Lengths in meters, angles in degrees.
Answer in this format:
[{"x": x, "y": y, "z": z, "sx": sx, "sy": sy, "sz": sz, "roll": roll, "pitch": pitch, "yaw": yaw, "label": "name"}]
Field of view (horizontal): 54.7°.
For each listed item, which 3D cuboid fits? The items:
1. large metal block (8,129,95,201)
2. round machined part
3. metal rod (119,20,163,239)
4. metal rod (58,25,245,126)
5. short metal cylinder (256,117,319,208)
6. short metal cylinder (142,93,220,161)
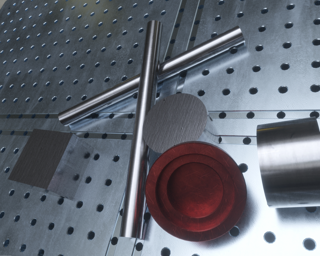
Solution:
[{"x": -0.153, "y": 0.051, "z": 0.442, "sx": 0.080, "sy": 0.050, "sz": 0.080, "roll": 5, "pitch": 64, "yaw": 30, "label": "large metal block"}, {"x": 0.037, "y": 0.062, "z": 0.320, "sx": 0.098, "sy": 0.042, "sz": 0.097, "roll": 0, "pitch": 92, "yaw": 8, "label": "round machined part"}, {"x": -0.020, "y": -0.014, "z": 0.406, "sx": 0.025, "sy": 0.025, "sz": 0.299, "roll": -6, "pitch": 66, "yaw": 25, "label": "metal rod"}, {"x": -0.021, "y": -0.072, "z": 0.463, "sx": 0.300, "sy": 0.025, "sz": 0.025, "roll": -23, "pitch": 53, "yaw": 13, "label": "metal rod"}, {"x": 0.123, "y": 0.033, "z": 0.288, "sx": 0.050, "sy": 0.080, "sz": 0.080, "roll": -9, "pitch": 58, "yaw": 23, "label": "short metal cylinder"}, {"x": 0.026, "y": 0.005, "z": 0.375, "sx": 0.080, "sy": 0.050, "sz": 0.080, "roll": -13, "pitch": 56, "yaw": 21, "label": "short metal cylinder"}]
